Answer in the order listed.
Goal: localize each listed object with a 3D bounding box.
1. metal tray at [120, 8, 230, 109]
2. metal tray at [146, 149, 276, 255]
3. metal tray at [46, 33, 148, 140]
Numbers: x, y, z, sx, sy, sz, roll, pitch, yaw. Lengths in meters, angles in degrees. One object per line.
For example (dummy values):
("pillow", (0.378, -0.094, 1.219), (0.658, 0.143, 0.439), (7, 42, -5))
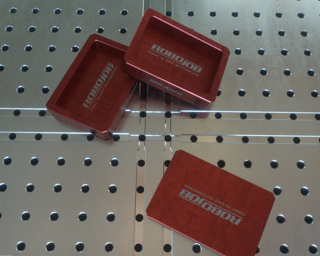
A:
("metal tray", (0.023, -0.093, 0.423), (0.131, 0.030, 0.090), (24, 71, -11))
("metal tray", (0.060, 0.094, 0.375), (0.130, 0.030, 0.090), (25, 72, 8))
("metal tray", (-0.083, -0.060, 0.429), (0.090, 0.030, 0.130), (23, 71, 8))
